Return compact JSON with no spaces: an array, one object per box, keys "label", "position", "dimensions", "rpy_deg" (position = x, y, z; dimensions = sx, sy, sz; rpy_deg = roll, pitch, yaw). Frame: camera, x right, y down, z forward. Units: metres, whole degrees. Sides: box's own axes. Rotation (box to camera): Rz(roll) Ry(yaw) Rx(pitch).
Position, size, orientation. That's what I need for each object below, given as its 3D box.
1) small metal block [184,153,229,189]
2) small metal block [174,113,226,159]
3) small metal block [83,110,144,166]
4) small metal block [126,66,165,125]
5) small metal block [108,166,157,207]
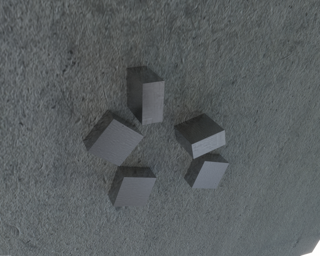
[{"label":"small metal block","position":[0.073,0.068,0.489],"dimensions":[0.050,0.025,0.050],"rpy_deg":[9,114,-32]},{"label":"small metal block","position":[0.054,0.010,0.426],"dimensions":[0.050,0.050,0.025],"rpy_deg":[-22,127,-15]},{"label":"small metal block","position":[-0.057,0.013,0.384],"dimensions":[0.050,0.025,0.050],"rpy_deg":[33,100,-38]},{"label":"small metal block","position":[-0.018,-0.039,0.357],"dimensions":[0.025,0.050,0.050],"rpy_deg":[-11,123,-22]},{"label":"small metal block","position":[-0.039,0.083,0.436],"dimensions":[0.050,0.025,0.050],"rpy_deg":[8,115,-32]}]
